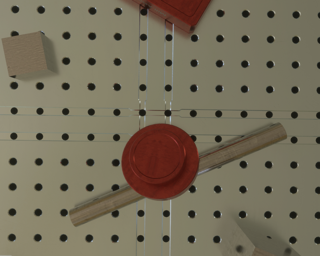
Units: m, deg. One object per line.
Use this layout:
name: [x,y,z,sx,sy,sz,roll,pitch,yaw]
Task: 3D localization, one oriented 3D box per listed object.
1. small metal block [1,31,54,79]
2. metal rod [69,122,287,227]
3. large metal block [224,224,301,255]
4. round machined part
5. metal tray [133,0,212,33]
small metal block: [-0.175,-0.096,0.411,0.050,0.025,0.050,-11,90,-1]
metal rod: [0.024,0.062,0.413,0.301,0.025,0.025,-23,90,-1]
large metal block: [0.134,0.172,0.388,0.080,0.080,0.050,23,90,-1]
round machined part: [-0.001,0.039,0.389,0.099,0.042,0.098,-3,69,7]
metal tray: [0.011,-0.199,0.410,0.130,0.030,0.090,30,90,-1]
